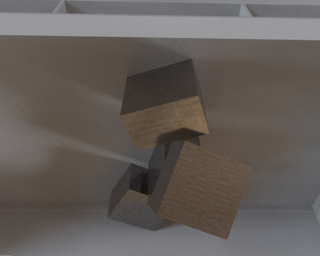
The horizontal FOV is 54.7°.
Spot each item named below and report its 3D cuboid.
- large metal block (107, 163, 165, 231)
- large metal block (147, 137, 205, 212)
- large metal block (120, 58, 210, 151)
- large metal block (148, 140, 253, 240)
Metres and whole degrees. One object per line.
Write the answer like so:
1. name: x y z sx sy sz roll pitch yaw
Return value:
1. large metal block: -0.027 0.110 0.487 0.080 0.050 0.080 22 127 -18
2. large metal block: 0.018 0.056 0.421 0.050 0.080 0.079 13 129 -11
3. large metal block: 0.006 -0.028 0.348 0.080 0.080 0.050 -14 127 11
4. large metal block: 0.043 0.065 0.343 0.080 0.050 0.080 23 84 -10
